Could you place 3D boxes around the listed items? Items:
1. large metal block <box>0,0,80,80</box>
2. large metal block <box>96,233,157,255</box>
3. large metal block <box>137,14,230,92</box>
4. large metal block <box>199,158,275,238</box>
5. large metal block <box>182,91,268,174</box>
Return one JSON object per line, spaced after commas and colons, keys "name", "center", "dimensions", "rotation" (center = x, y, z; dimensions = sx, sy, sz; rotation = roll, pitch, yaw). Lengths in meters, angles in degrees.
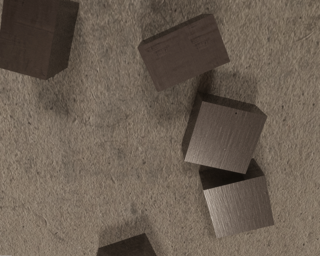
{"name": "large metal block", "center": [-0.130, -0.105, 0.340], "dimensions": [0.050, 0.080, 0.079], "rotation": [15, 109, -6]}
{"name": "large metal block", "center": [-0.046, 0.221, 0.477], "dimensions": [0.080, 0.050, 0.080], "rotation": [-21, 109, 7]}
{"name": "large metal block", "center": [0.024, -0.087, 0.349], "dimensions": [0.080, 0.080, 0.050], "rotation": [-22, 109, 7]}
{"name": "large metal block", "center": [0.106, 0.098, 0.434], "dimensions": [0.080, 0.050, 0.080], "rotation": [-15, 110, 5]}
{"name": "large metal block", "center": [0.079, 0.005, 0.400], "dimensions": [0.081, 0.050, 0.079], "rotation": [13, 110, -5]}
